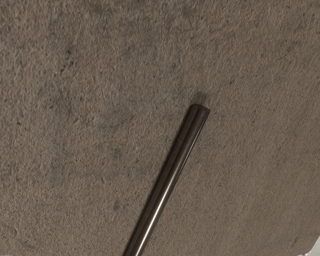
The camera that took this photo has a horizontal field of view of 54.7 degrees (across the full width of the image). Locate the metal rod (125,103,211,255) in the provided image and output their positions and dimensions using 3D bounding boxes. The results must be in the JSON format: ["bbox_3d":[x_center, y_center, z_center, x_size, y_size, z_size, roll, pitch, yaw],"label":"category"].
[{"bbox_3d":[0.003,0.101,0.472,0.025,0.025,0.298,10,114,-33],"label":"metal rod"}]
